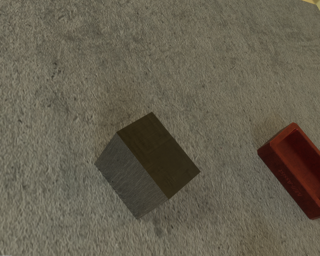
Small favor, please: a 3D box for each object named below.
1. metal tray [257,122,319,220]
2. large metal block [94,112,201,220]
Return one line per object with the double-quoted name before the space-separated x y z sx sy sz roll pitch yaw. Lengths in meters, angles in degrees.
"metal tray" 0.223 0.064 0.484 0.091 0.030 0.130 -29 78 -38
"large metal block" -0.017 0.043 0.335 0.050 0.080 0.080 -33 80 -38
